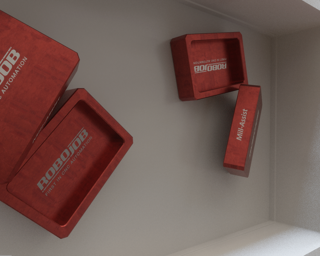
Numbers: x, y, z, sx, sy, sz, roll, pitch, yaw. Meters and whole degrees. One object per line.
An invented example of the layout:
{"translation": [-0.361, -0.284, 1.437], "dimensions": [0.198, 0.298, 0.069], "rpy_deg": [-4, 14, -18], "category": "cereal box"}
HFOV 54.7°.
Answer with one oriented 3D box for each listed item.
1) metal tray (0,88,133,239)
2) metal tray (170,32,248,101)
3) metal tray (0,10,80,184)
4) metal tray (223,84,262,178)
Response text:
{"translation": [-0.097, 0.034, 0.322], "dimensions": [0.090, 0.030, 0.130], "rpy_deg": [48, 61, -29], "category": "metal tray"}
{"translation": [0.079, -0.095, 0.468], "dimensions": [0.131, 0.030, 0.089], "rpy_deg": [-17, 101, -39], "category": "metal tray"}
{"translation": [-0.140, -0.028, 0.265], "dimensions": [0.090, 0.030, 0.130], "rpy_deg": [28, 71, -13], "category": "metal tray"}
{"translation": [0.133, 0.007, 0.488], "dimensions": [0.090, 0.030, 0.130], "rpy_deg": [40, 62, -65], "category": "metal tray"}
